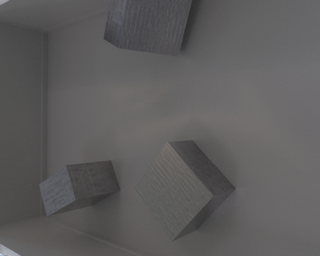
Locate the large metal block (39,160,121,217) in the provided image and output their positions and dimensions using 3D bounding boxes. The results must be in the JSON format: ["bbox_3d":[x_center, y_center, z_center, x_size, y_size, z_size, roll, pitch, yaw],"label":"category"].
[{"bbox_3d":[-0.122,0.091,0.472,0.080,0.081,0.050,-33,70,35],"label":"large metal block"}]

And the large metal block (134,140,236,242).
[{"bbox_3d":[0.027,0.072,0.368,0.080,0.050,0.080,50,119,28],"label":"large metal block"}]

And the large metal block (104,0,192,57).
[{"bbox_3d":[-0.015,-0.135,0.369,0.050,0.081,0.079,42,125,50],"label":"large metal block"}]
